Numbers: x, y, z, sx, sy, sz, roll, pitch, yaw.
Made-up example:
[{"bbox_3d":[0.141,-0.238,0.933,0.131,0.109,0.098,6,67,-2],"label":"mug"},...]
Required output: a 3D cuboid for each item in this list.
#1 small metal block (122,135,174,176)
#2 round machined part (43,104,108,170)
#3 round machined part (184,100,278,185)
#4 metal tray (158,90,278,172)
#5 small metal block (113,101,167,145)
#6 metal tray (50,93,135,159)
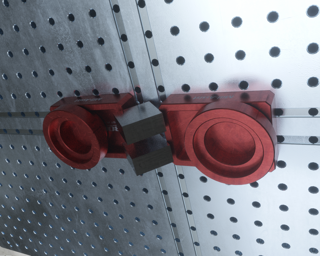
[{"bbox_3d":[-0.017,0.032,0.404,0.050,0.050,0.025,-135,28,-61],"label":"small metal block"},{"bbox_3d":[-0.117,0.009,0.451,0.098,0.042,0.097,13,124,21],"label":"round machined part"},{"bbox_3d":[0.081,0.013,0.349,0.098,0.042,0.097,13,124,21],"label":"round machined part"},{"bbox_3d":[0.070,0.004,0.374,0.130,0.030,0.089,1,119,27],"label":"metal tray"},{"bbox_3d":[-0.026,-0.008,0.386,0.050,0.050,0.025,-135,28,-61],"label":"small metal block"},{"bbox_3d":[-0.090,-0.001,0.456,0.130,0.030,0.089,-1,120,28],"label":"metal tray"}]
